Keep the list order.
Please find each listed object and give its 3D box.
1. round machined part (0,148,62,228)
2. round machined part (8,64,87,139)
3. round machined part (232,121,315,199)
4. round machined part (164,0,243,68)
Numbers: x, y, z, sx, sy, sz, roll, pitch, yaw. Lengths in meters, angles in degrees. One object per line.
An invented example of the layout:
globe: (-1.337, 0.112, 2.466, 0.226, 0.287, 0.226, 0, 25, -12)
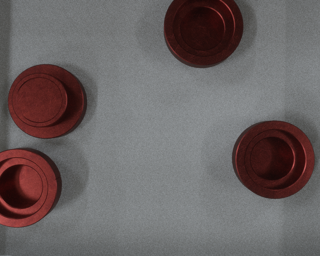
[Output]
round machined part: (-0.176, 0.074, 0.401, 0.099, 0.042, 0.097, 0, 90, 0)
round machined part: (-0.149, -0.035, 0.402, 0.099, 0.042, 0.097, 0, 90, 0)
round machined part: (0.143, 0.039, 0.404, 0.099, 0.042, 0.097, 0, 90, 0)
round machined part: (0.054, -0.126, 0.403, 0.099, 0.042, 0.097, 0, 90, 0)
